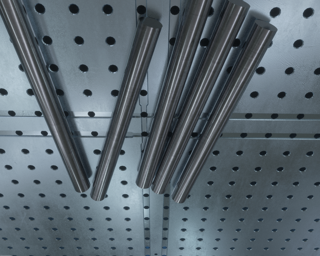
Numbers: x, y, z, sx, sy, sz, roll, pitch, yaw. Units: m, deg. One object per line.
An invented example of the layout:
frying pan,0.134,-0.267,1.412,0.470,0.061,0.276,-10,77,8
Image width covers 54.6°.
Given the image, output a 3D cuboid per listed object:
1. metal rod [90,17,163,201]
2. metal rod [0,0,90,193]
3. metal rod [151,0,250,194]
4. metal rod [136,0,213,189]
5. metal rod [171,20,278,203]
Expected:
metal rod,-0.055,0.000,0.410,0.025,0.025,0.298,14,129,-12
metal rod,-0.136,-0.021,0.392,0.025,0.025,0.298,-4,130,3
metal rod,0.038,-0.015,0.399,0.025,0.025,0.298,12,129,-10
metal rod,0.009,-0.026,0.389,0.025,0.025,0.298,10,130,-9
metal rod,0.070,0.003,0.414,0.025,0.025,0.298,12,129,-10
